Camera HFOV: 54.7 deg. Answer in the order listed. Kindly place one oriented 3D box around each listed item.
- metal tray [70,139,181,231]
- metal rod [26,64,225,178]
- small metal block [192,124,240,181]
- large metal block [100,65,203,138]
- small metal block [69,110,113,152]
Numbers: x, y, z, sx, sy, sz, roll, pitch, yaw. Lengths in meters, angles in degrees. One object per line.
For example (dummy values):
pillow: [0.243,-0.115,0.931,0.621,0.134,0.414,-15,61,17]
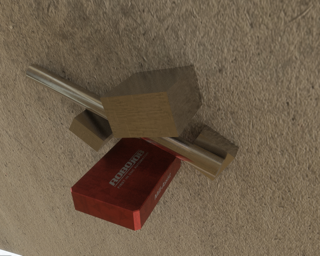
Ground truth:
metal tray: [-0.037,0.062,0.397,0.090,0.131,0.030,12,123,21]
metal rod: [-0.058,-0.017,0.409,0.301,0.025,0.025,27,128,17]
small metal block: [0.063,0.031,0.394,0.050,0.025,0.050,36,129,4]
large metal block: [-0.006,-0.031,0.354,0.080,0.080,0.050,-2,118,29]
small metal block: [-0.089,-0.002,0.435,0.050,0.050,0.025,38,129,2]
